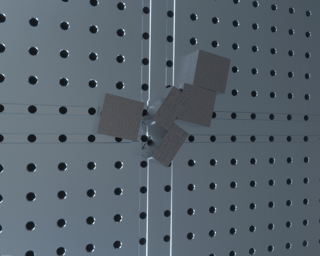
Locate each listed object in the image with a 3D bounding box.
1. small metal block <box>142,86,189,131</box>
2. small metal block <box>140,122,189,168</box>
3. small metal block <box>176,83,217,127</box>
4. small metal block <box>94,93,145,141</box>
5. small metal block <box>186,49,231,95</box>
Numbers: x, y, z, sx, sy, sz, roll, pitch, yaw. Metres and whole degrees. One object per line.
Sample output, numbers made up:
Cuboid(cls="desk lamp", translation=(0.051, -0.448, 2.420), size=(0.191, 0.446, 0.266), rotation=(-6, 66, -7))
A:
Cuboid(cls="small metal block", translation=(0.005, -0.024, 0.401), size=(0.025, 0.050, 0.050), rotation=(36, 79, -17))
Cuboid(cls="small metal block", translation=(0.005, 0.021, 0.401), size=(0.025, 0.050, 0.050), rotation=(37, 78, -16))
Cuboid(cls="small metal block", translation=(0.046, -0.031, 0.429), size=(0.050, 0.025, 0.050), rotation=(13, 86, -20))
Cuboid(cls="small metal block", translation=(-0.052, -0.013, 0.393), size=(0.050, 0.025, 0.050), rotation=(13, 86, -20))
Cuboid(cls="small metal block", translation=(0.067, -0.077, 0.437), size=(0.050, 0.025, 0.050), rotation=(12, 86, -20))
